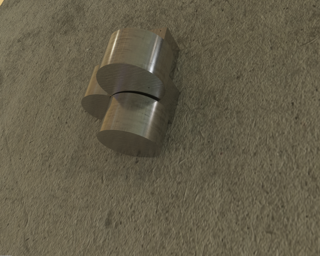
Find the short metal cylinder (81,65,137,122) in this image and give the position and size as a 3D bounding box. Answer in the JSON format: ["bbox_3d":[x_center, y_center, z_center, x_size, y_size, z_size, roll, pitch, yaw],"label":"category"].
[{"bbox_3d":[-0.062,-0.045,0.431,0.080,0.080,0.050,-2,61,27],"label":"short metal cylinder"}]

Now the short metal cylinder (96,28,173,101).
[{"bbox_3d":[-0.029,-0.070,0.364,0.080,0.080,0.050,-2,61,27],"label":"short metal cylinder"}]

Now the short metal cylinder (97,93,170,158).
[{"bbox_3d":[-0.033,-0.001,0.389,0.080,0.080,0.050,0,62,28],"label":"short metal cylinder"}]

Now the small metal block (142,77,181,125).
[{"bbox_3d":[0.002,-0.038,0.414,0.025,0.050,0.050,1,62,29],"label":"small metal block"}]

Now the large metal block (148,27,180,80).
[{"bbox_3d":[-0.023,-0.096,0.461,0.080,0.050,0.080,-2,61,27],"label":"large metal block"}]
